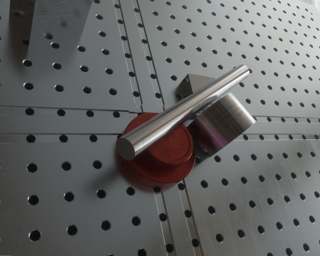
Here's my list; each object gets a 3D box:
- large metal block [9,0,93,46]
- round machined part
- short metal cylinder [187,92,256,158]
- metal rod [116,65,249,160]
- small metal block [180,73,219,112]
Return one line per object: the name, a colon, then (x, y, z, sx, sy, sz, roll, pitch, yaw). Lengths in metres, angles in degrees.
large metal block: (-0.139, -0.159, 0.396, 0.081, 0.080, 0.050, -29, 78, -38)
round machined part: (0.002, 0.022, 0.386, 0.099, 0.042, 0.098, 14, 56, -21)
short metal cylinder: (0.082, -0.004, 0.421, 0.081, 0.080, 0.050, -32, 80, -38)
metal rod: (0.052, -0.037, 0.415, 0.025, 0.025, 0.302, 50, 43, 6)
small metal block: (0.064, -0.053, 0.477, 0.050, 0.025, 0.050, 5, 60, -26)
